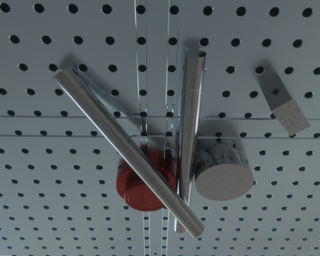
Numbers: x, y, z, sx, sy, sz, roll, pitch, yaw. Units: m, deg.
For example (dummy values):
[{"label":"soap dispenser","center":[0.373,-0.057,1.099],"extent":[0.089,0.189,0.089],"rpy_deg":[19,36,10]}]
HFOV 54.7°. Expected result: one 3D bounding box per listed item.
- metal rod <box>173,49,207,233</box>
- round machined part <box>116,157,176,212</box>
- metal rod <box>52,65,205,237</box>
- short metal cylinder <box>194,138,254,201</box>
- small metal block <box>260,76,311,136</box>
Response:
[{"label":"metal rod","center":[0.036,0.040,0.426],"extent":[0.025,0.025,0.298],"rpy_deg":[1,125,-1]},{"label":"round machined part","center":[-0.019,0.093,0.479],"extent":[0.099,0.042,0.097],"rpy_deg":[0,130,0]},{"label":"metal rod","center":[-0.029,0.045,0.412],"extent":[0.025,0.025,0.300],"rpy_deg":[-28,114,22]},{"label":"short metal cylinder","center":[0.089,0.061,0.448],"extent":[0.081,0.050,0.079],"rpy_deg":[0,130,0]},{"label":"small metal block","center":[0.151,-0.027,0.374],"extent":[0.025,0.050,0.050],"rpy_deg":[-33,123,25]}]
